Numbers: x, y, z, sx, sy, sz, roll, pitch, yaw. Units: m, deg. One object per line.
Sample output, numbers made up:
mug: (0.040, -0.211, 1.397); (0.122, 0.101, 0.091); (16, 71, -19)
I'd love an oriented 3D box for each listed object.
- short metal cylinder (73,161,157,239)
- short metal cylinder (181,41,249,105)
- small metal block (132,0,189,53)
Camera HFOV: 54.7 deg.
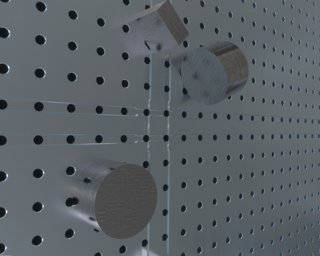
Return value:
short metal cylinder: (-0.050, 0.078, 0.352); (0.081, 0.050, 0.079); (0, 90, -40)
short metal cylinder: (0.076, -0.078, 0.438); (0.050, 0.080, 0.080); (-28, 108, -37)
small metal block: (0.001, -0.127, 0.393); (0.050, 0.050, 0.025); (52, 60, -28)
